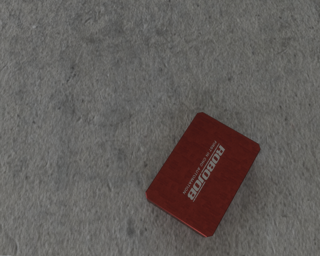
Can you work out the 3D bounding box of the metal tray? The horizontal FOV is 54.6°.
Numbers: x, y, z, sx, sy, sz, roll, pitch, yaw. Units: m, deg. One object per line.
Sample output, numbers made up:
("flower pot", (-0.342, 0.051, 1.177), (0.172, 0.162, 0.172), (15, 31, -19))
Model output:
("metal tray", (0.053, 0.055, 0.386), (0.090, 0.030, 0.130), (31, 73, 10))
